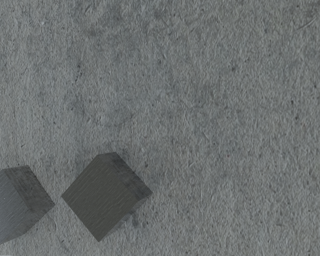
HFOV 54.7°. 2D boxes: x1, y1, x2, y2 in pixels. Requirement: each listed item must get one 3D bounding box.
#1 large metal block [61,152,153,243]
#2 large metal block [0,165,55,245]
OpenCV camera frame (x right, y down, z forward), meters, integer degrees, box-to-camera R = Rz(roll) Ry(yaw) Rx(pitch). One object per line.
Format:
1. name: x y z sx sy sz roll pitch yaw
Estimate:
1. large metal block: -0.071 0.090 0.421 0.080 0.050 0.080 46 104 14
2. large metal block: -0.224 0.116 0.475 0.080 0.050 0.080 -43 77 15
